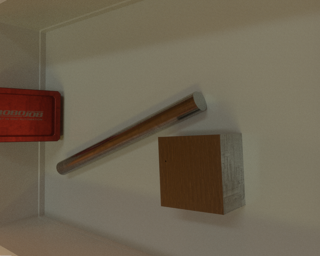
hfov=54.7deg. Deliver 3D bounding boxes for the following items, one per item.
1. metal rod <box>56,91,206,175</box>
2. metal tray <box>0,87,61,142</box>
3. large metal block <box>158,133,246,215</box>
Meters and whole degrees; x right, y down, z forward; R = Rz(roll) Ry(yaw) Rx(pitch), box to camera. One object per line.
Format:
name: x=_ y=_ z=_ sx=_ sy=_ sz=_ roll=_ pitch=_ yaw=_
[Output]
metal rod: x=-0.062 y=0.019 z=0.455 sx=0.299 sy=0.025 sz=0.025 roll=-25 pitch=74 yaw=36
metal tray: x=-0.241 y=-0.022 z=0.532 sx=0.030 sy=0.131 sz=0.089 roll=2 pitch=92 yaw=58
large metal block: x=0.046 y=0.048 z=0.351 sx=0.080 sy=0.050 sz=0.080 roll=-4 pitch=88 yaw=39
